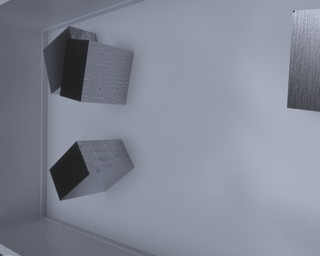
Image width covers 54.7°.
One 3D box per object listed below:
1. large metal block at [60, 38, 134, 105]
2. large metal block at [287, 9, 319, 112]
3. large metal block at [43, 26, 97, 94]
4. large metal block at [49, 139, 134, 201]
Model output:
[{"bbox_3d":[-0.089,-0.079,0.445,0.050,0.081,0.079,17,101,39],"label":"large metal block"},{"bbox_3d":[0.154,-0.056,0.249,0.080,0.050,0.079,12,115,39],"label":"large metal block"},{"bbox_3d":[-0.142,-0.106,0.508,0.080,0.050,0.080,-24,75,37],"label":"large metal block"},{"bbox_3d":[-0.100,0.060,0.454,0.080,0.081,0.050,-41,65,32],"label":"large metal block"}]
